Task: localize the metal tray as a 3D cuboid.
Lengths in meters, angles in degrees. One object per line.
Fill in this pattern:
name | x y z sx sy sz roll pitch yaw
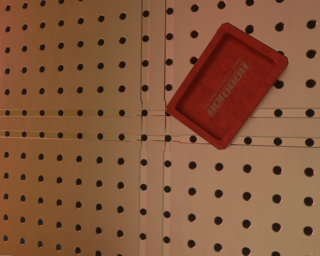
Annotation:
metal tray | 0.080 -0.049 0.381 0.090 0.030 0.129 37 101 15
